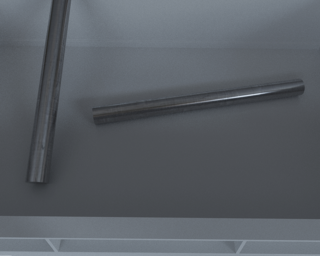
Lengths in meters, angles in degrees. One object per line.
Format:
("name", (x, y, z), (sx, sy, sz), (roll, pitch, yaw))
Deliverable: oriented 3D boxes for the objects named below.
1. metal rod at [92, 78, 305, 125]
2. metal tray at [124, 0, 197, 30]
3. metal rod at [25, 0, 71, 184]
("metal rod", (0.059, -0.039, 0.438), (0.302, 0.025, 0.025), (-8, 51, -8))
("metal tray", (0.001, -0.227, 0.594), (0.131, 0.030, 0.090), (0, 50, -1))
("metal rod", (-0.137, -0.080, 0.396), (0.025, 0.025, 0.299), (1, 73, 0))
